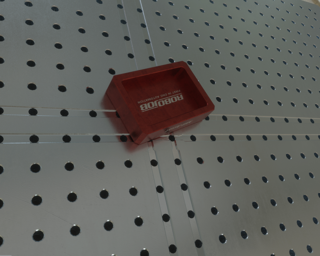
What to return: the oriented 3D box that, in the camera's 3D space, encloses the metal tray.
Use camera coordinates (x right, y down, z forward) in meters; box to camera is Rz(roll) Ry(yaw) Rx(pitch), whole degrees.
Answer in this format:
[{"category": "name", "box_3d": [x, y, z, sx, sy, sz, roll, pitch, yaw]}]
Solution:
[{"category": "metal tray", "box_3d": [0.004, -0.040, 0.430, 0.131, 0.030, 0.090, -20, 73, -36]}]
